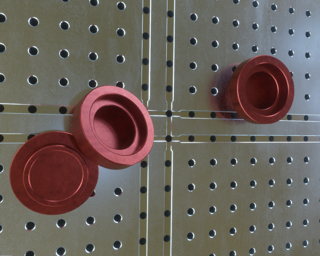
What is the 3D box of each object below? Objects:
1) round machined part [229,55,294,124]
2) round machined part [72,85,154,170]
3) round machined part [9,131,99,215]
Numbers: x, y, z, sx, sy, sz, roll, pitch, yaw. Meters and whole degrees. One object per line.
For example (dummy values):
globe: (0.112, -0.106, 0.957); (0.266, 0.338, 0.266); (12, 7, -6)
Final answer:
round machined part: (0.144, -0.054, 0.456); (0.099, 0.042, 0.097); (0, 90, -20)
round machined part: (-0.058, 0.002, 0.367); (0.099, 0.042, 0.098); (20, 57, -34)
round machined part: (-0.120, 0.053, 0.359); (0.099, 0.042, 0.097); (0, 90, -20)
